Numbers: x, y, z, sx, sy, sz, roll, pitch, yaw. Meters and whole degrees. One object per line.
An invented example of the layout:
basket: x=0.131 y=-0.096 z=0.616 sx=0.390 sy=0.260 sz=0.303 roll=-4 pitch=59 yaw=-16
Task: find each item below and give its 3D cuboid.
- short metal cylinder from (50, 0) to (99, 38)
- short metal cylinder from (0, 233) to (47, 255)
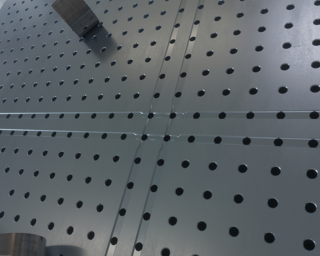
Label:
short metal cylinder: x=-0.163 y=-0.220 z=0.593 sx=0.050 sy=0.080 sz=0.080 roll=-42 pitch=51 yaw=0
short metal cylinder: x=-0.178 y=0.163 z=0.367 sx=0.080 sy=0.080 sz=0.050 roll=-22 pitch=54 yaw=15
